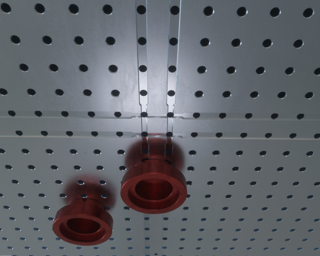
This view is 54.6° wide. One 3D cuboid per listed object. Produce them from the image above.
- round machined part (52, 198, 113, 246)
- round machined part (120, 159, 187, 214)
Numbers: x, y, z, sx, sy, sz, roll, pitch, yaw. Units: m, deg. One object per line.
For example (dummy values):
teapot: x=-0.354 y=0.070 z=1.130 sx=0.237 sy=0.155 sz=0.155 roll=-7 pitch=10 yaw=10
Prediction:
round machined part: x=-0.130 y=0.158 z=0.534 sx=0.099 sy=0.042 sz=0.097 roll=0 pitch=130 yaw=0
round machined part: x=-0.009 y=0.085 z=0.473 sx=0.099 sy=0.042 sz=0.097 roll=0 pitch=130 yaw=0
